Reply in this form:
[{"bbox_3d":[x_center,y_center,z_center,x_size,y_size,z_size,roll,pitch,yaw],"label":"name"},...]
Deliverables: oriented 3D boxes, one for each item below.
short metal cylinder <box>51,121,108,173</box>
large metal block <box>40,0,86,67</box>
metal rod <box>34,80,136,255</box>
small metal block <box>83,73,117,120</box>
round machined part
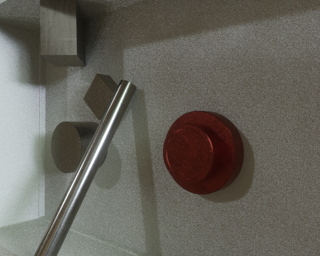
[{"bbox_3d":[-0.129,0.029,0.494,0.080,0.050,0.079,0,90,39],"label":"short metal cylinder"},{"bbox_3d":[-0.148,-0.144,0.482,0.050,0.080,0.079,-1,89,-4],"label":"large metal block"},{"bbox_3d":[-0.103,0.070,0.404,0.025,0.025,0.299,10,69,39],"label":"metal rod"},{"bbox_3d":[-0.086,-0.047,0.475,0.050,0.025,0.050,49,119,28],"label":"small metal block"},{"bbox_3d":[0.042,0.029,0.359,0.098,0.042,0.097,0,90,39],"label":"round machined part"}]
